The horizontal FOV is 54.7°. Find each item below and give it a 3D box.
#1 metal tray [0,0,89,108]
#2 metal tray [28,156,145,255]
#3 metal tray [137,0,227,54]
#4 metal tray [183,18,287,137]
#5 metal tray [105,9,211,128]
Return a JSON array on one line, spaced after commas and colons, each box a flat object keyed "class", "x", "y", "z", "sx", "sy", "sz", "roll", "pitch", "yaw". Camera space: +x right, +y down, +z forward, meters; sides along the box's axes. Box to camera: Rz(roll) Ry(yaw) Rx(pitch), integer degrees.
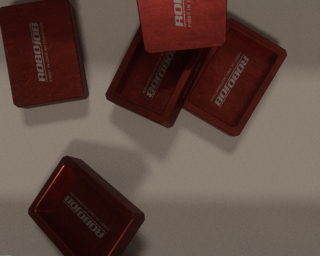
[{"class": "metal tray", "x": -0.151, "y": -0.096, "z": 0.407, "sx": 0.091, "sy": 0.030, "sz": 0.129, "roll": -9, "pitch": 90, "yaw": -1}, {"class": "metal tray", "x": -0.093, "y": 0.105, "z": 0.377, "sx": 0.130, "sy": 0.030, "sz": 0.090, "roll": 33, "pitch": 89, "yaw": 29}, {"class": "metal tray", "x": 0.021, "y": -0.146, "z": 0.315, "sx": 0.091, "sy": 0.030, "sz": 0.129, "roll": -5, "pitch": 128, "yaw": 4}, {"class": "metal tray", "x": 0.093, "y": -0.065, "z": 0.410, "sx": 0.090, "sy": 0.030, "sz": 0.130, "roll": 31, "pitch": 90, "yaw": -1}, {"class": "metal tray", "x": 0.000, "y": -0.076, "z": 0.392, "sx": 0.090, "sy": 0.030, "sz": 0.130, "roll": 25, "pitch": 88, "yaw": 19}]
